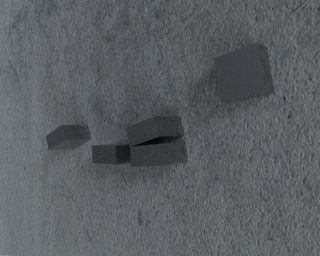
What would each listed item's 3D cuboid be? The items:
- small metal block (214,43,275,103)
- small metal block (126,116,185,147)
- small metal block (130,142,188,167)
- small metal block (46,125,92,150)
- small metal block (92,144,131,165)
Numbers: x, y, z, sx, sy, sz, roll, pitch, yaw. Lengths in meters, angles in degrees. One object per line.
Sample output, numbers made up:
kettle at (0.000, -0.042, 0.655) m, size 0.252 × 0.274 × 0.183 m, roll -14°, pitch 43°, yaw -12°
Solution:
small metal block at (0.089, -0.057, 0.331) m, size 0.050 × 0.025 × 0.050 m, roll -12°, pitch 82°, yaw 39°
small metal block at (-0.005, 0.005, 0.393) m, size 0.050 × 0.050 × 0.025 m, roll -20°, pitch 77°, yaw 38°
small metal block at (-0.001, 0.033, 0.390) m, size 0.050 × 0.050 × 0.025 m, roll -8°, pitch 85°, yaw 40°
small metal block at (-0.152, 0.016, 0.514) m, size 0.050 × 0.050 × 0.025 m, roll -28°, pitch 73°, yaw 37°
small metal block at (-0.060, 0.036, 0.438) m, size 0.050 × 0.050 × 0.025 m, roll -2°, pitch 89°, yaw 40°
